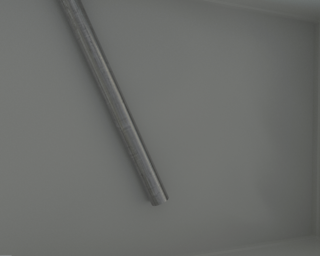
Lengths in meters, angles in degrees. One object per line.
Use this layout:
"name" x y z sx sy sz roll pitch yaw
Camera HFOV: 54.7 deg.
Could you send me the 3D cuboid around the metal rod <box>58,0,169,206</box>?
"metal rod" -0.059 -0.039 0.389 0.025 0.025 0.299 -26 99 -18
